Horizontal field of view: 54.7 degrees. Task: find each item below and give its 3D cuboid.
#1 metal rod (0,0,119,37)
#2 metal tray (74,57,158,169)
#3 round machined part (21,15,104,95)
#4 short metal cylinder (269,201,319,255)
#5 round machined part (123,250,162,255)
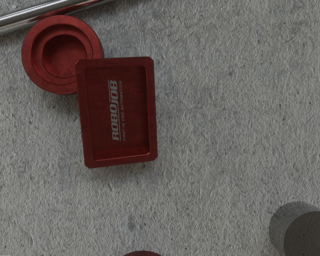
[{"bbox_3d":[-0.095,-0.170,0.408,0.302,0.025,0.025,-17,90,-1],"label":"metal rod"},{"bbox_3d":[-0.052,-0.020,0.381,0.091,0.030,0.129,-6,105,-14],"label":"metal tray"},{"bbox_3d":[-0.121,-0.090,0.400,0.099,0.042,0.097,0,90,-1],"label":"round machined part"},{"bbox_3d":[0.190,0.140,0.400,0.081,0.050,0.079,0,90,-1],"label":"short metal cylinder"},{"bbox_3d":[-0.023,0.207,0.401,0.099,0.042,0.097,0,90,-1],"label":"round machined part"}]
